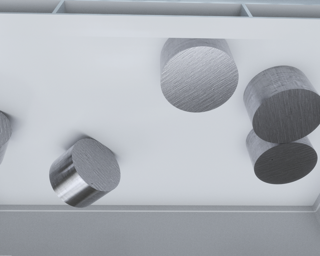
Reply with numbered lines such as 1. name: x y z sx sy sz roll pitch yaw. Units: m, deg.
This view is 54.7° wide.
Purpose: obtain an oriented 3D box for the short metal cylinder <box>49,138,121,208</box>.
1. short metal cylinder: -0.101 0.061 0.424 0.050 0.080 0.080 -37 122 26

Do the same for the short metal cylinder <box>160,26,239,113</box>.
1. short metal cylinder: 0.041 -0.064 0.339 0.081 0.050 0.079 0 130 0

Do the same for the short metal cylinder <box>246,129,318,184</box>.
1. short metal cylinder: 0.163 0.032 0.422 0.081 0.050 0.079 0 130 0

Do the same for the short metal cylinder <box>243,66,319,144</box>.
1. short metal cylinder: 0.146 -0.027 0.372 0.081 0.050 0.079 0 130 0

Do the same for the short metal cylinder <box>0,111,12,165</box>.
1. short metal cylinder: -0.232 0.014 0.382 0.080 0.080 0.050 23 126 -19
